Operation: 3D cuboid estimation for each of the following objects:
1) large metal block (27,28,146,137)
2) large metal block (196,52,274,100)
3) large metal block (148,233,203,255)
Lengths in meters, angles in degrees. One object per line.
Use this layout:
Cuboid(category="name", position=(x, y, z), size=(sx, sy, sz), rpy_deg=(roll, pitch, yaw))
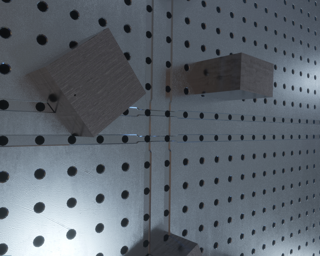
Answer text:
Cuboid(category="large metal block", position=(-0.075, -0.047, 0.329), size=(0.080, 0.050, 0.080), rpy_deg=(-45, 117, -31))
Cuboid(category="large metal block", position=(0.112, -0.073, 0.466), size=(0.081, 0.080, 0.050), rpy_deg=(5, 87, -40))
Cuboid(category="large metal block", position=(0.019, 0.203, 0.408), size=(0.081, 0.050, 0.080), rpy_deg=(-32, 110, -35))
